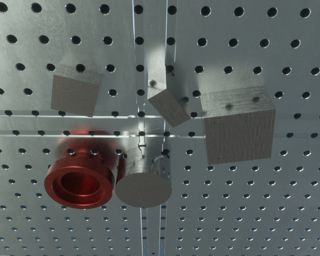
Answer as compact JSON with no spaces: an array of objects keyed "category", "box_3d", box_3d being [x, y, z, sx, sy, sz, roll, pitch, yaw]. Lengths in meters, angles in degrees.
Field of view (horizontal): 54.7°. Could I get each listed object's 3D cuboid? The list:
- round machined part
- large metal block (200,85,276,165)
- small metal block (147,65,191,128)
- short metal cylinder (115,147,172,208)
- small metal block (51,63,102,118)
[{"category":"round machined part","box_3d":[-0.117,0.075,0.463,0.099,0.042,0.097,-1,130,0]},{"category":"large metal block","box_3d":[0.096,-0.002,0.395,0.080,0.050,0.080,-7,130,5]},{"category":"small metal block","box_3d":[0.011,-0.037,0.364,0.025,0.050,0.050,-29,125,22]},{"category":"short metal cylinder","box_3d":[-0.023,0.074,0.458,0.081,0.050,0.079,0,130,0]},{"category":"small metal block","box_3d":[-0.101,-0.044,0.373,0.050,0.025,0.050,12,129,-11]}]
